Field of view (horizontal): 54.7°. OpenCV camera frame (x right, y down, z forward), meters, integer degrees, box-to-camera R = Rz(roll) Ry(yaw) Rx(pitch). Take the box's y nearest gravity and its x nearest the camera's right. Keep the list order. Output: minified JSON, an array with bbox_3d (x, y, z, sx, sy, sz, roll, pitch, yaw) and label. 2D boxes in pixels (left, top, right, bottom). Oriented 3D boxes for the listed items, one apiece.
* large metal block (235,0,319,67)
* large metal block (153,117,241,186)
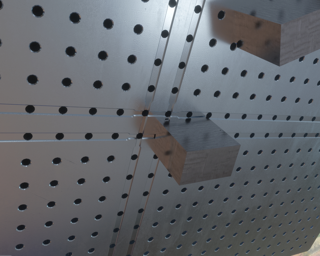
[{"bbox_3d":[0.152,-0.125,0.383,0.081,0.080,0.050,-24,128,-14],"label":"large metal block"},{"bbox_3d":[0.047,0.027,0.420,0.081,0.080,0.050,-5,121,-26],"label":"large metal block"}]
